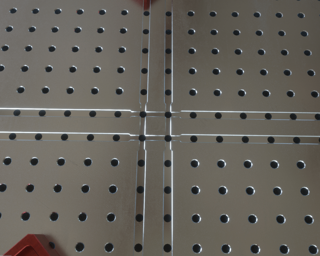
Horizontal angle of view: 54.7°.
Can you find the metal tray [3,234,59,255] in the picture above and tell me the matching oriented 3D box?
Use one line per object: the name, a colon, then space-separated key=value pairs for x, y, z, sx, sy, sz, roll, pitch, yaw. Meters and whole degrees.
metal tray: x=-0.134 y=0.194 z=0.336 sx=0.090 sy=0.030 sz=0.130 roll=-41 pitch=75 yaw=-14
